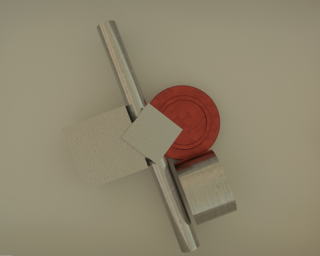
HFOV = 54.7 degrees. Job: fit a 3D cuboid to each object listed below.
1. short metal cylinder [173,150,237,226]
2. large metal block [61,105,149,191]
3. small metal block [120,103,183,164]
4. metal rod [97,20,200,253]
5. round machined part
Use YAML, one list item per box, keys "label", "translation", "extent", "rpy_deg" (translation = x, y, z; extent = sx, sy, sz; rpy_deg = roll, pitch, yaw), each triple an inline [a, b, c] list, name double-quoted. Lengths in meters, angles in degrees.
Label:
- label: "short metal cylinder"
  translation: [0.054, 0.073, 0.383]
  extent: [0.050, 0.080, 0.080]
  rpy_deg: [-21, 90, 0]
- label: "large metal block"
  translation: [-0.066, 0.024, 0.394]
  extent: [0.080, 0.050, 0.080]
  rpy_deg: [-20, 90, -1]
- label: "small metal block"
  translation: [-0.011, 0.007, 0.361]
  extent: [0.050, 0.025, 0.050]
  rpy_deg: [38, 78, -7]
- label: "metal rod"
  translation: [-0.015, 0.011, 0.389]
  extent: [0.025, 0.025, 0.299]
  rpy_deg: [-21, 90, 0]
- label: "round machined part"
  translation: [0.029, -0.007, 0.401]
  extent: [0.099, 0.042, 0.097]
  rpy_deg: [0, 90, -1]
